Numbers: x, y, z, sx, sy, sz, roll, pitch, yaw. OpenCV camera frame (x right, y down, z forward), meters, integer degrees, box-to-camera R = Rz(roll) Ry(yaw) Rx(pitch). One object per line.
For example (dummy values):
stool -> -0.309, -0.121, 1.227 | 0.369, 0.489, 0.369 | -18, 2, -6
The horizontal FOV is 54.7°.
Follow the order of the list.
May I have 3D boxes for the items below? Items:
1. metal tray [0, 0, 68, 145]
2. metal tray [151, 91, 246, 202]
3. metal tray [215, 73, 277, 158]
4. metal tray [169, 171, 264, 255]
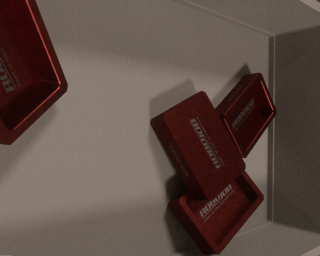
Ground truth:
metal tray -> -0.130, -0.062, 0.247 | 0.090, 0.030, 0.129 | -60, 150, -43
metal tray -> 0.056, 0.024, 0.430 | 0.091, 0.030, 0.130 | -32, 94, -36
metal tray -> 0.146, -0.023, 0.528 | 0.131, 0.030, 0.090 | -46, 118, -30
metal tray -> 0.086, 0.107, 0.454 | 0.131, 0.030, 0.090 | -34, 86, -35
